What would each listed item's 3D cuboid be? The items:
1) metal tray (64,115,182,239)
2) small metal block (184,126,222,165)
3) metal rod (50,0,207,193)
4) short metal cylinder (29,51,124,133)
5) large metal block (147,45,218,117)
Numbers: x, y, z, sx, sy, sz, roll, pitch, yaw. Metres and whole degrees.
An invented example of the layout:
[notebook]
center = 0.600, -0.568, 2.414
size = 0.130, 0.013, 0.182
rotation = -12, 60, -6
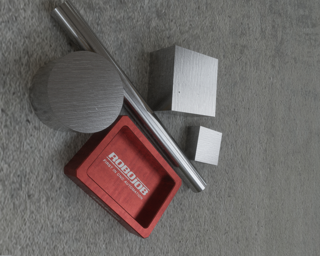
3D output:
[metal tray]
center = -0.038, 0.059, 0.373
size = 0.130, 0.030, 0.090
rotation = 52, 60, -28
[small metal block]
center = 0.064, 0.027, 0.463
size = 0.050, 0.025, 0.050
rotation = 17, 79, -39
[metal rod]
center = -0.023, -0.020, 0.388
size = 0.025, 0.025, 0.300
rotation = -53, 121, -27
[short metal cylinder]
center = -0.085, -0.035, 0.320
size = 0.081, 0.050, 0.079
rotation = 0, 90, -40
[large metal block]
center = 0.031, -0.058, 0.418
size = 0.081, 0.050, 0.080
rotation = 6, 87, -40
